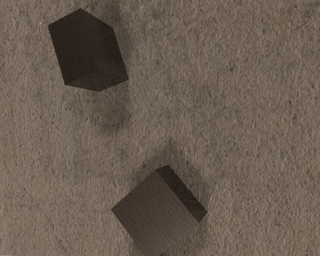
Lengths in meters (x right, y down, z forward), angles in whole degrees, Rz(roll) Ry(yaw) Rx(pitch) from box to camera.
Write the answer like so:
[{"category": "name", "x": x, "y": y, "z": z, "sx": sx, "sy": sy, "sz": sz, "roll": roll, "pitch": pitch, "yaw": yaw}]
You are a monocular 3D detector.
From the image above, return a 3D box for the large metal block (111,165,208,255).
[{"category": "large metal block", "x": 0.000, "y": 0.106, "z": 0.395, "sx": 0.080, "sy": 0.050, "sz": 0.080, "roll": -43, "pitch": 77, "yaw": 14}]

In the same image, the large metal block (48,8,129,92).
[{"category": "large metal block", "x": -0.092, "y": -0.098, "z": 0.411, "sx": 0.050, "sy": 0.080, "sz": 0.080, "roll": -20, "pitch": 84, "yaw": 19}]
